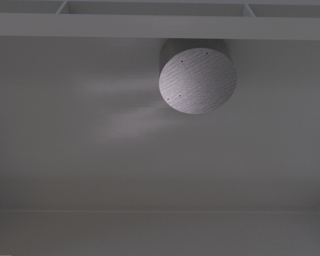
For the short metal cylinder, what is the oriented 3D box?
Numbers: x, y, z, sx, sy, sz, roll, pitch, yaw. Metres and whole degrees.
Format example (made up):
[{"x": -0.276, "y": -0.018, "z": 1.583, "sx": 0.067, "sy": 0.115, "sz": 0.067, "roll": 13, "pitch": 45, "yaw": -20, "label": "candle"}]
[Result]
[{"x": 0.039, "y": -0.062, "z": 0.340, "sx": 0.080, "sy": 0.050, "sz": 0.080, "roll": 0, "pitch": 130, "yaw": 0, "label": "short metal cylinder"}]
